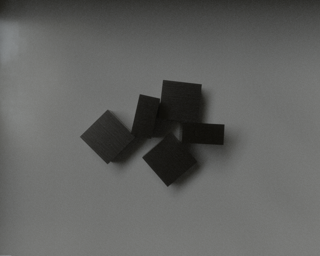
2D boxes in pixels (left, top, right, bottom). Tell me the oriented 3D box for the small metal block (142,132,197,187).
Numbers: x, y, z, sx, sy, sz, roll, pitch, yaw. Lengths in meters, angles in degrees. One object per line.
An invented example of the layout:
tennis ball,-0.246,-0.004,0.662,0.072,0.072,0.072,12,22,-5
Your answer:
small metal block,0.013,0.041,0.409,0.050,0.025,0.050,-41,91,0

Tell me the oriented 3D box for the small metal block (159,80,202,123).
small metal block,0.026,-0.034,0.410,0.050,0.025,0.050,6,90,-1

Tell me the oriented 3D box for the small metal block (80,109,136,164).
small metal block,-0.067,0.011,0.409,0.050,0.025,0.050,-45,91,0

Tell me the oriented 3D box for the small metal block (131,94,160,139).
small metal block,-0.018,-0.014,0.396,0.025,0.050,0.050,13,90,0

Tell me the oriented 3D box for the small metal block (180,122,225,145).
small metal block,0.052,0.007,0.397,0.050,0.050,0.025,3,90,-1
